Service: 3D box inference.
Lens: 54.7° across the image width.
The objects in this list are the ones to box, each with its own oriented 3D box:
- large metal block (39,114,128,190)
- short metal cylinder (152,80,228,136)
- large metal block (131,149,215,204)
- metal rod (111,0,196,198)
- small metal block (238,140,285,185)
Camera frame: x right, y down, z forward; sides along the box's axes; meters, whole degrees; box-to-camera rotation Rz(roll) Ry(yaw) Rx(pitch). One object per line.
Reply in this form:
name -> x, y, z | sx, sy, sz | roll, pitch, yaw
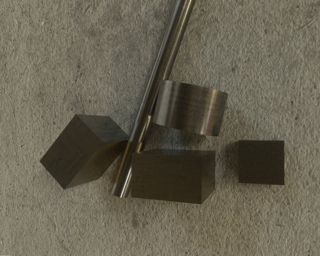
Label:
large metal block -> -0.096, 0.029, 0.413 | 0.050, 0.080, 0.080 | 44, 104, 14
short metal cylinder -> 0.035, -0.024, 0.367 | 0.080, 0.080, 0.050 | 14, 95, 19
large metal block -> 0.019, 0.054, 0.373 | 0.080, 0.080, 0.050 | 1, 91, 20
metal rod -> -0.007, -0.049, 0.411 | 0.025, 0.025, 0.298 | 21, 97, 18
small metal block -> 0.120, 0.039, 0.367 | 0.050, 0.025, 0.050 | 0, 90, 20
